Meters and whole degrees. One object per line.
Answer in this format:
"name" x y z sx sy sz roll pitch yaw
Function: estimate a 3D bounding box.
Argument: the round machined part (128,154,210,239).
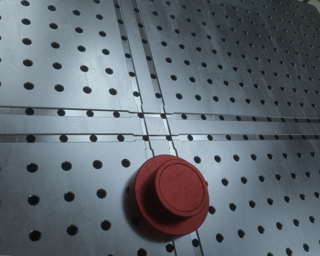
"round machined part" 0.016 0.075 0.362 0.099 0.042 0.098 14 56 -21
